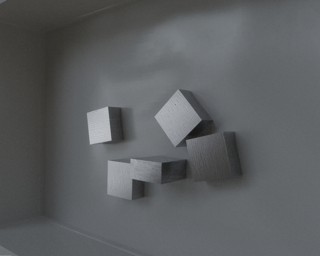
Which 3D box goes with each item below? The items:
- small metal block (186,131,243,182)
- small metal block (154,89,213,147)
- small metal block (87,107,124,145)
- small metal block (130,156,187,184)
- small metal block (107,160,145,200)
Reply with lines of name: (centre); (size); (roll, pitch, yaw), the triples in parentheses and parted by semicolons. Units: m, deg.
small metal block: (0.062, 0.033, 0.355); (0.050, 0.025, 0.050); (-15, 80, 38)
small metal block: (0.028, -0.012, 0.382); (0.050, 0.025, 0.050); (-48, 62, 29)
small metal block: (-0.084, -0.003, 0.473); (0.050, 0.025, 0.050); (-11, 83, 39)
small metal block: (-0.002, 0.051, 0.390); (0.050, 0.050, 0.025); (2, 92, 39)
small metal block: (-0.049, 0.073, 0.445); (0.050, 0.025, 0.050); (2, 91, 39)
